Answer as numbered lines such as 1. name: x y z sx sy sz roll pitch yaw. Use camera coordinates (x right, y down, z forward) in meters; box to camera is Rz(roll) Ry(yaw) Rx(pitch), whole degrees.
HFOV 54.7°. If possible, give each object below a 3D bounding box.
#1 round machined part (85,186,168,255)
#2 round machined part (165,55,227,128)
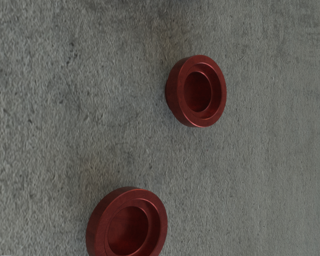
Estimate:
1. round machined part: -0.042 0.117 0.359 0.099 0.042 0.097 0 90 -40
2. round machined part: 0.046 -0.049 0.432 0.099 0.042 0.097 0 90 -40
